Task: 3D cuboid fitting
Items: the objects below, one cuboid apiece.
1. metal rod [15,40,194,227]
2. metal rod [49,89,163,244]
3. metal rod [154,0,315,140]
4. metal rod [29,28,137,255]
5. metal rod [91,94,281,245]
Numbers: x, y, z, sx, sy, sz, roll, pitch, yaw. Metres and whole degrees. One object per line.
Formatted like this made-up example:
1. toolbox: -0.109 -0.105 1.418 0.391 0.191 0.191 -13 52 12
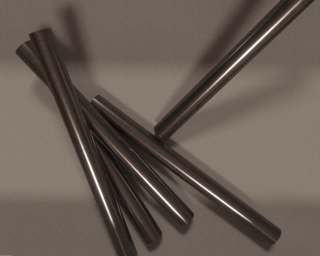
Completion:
1. metal rod: -0.065 0.012 0.394 0.025 0.025 0.300 -42 97 0
2. metal rod: -0.087 0.019 0.410 0.025 0.025 0.299 -32 90 0
3. metal rod: 0.099 -0.089 0.352 0.025 0.025 0.299 45 114 -1
4. metal rod: -0.087 0.032 0.376 0.025 0.025 0.298 -18 104 0
5. metal rod: 0.032 0.055 0.411 0.301 0.025 0.025 37 90 -1
